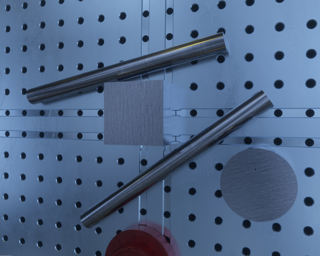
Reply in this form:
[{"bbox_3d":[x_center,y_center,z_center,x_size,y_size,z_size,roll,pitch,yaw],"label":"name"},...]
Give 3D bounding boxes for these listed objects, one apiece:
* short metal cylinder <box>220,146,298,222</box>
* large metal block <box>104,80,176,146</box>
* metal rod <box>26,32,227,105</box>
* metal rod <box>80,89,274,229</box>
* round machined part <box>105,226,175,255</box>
[{"bbox_3d":[0.114,0.062,0.359,0.080,0.050,0.079,0,90,19],"label":"short metal cylinder"},{"bbox_3d":[-0.025,-0.018,0.407,0.080,0.050,0.079,0,90,19],"label":"large metal block"},{"bbox_3d":[-0.058,-0.078,0.432,0.301,0.025,0.025,-12,86,19],"label":"metal rod"},{"bbox_3d":[0.011,0.049,0.407,0.300,0.025,0.025,-36,79,16],"label":"metal rod"},{"bbox_3d":[-0.032,0.185,0.414,0.098,0.042,0.097,0,90,19],"label":"round machined part"}]
